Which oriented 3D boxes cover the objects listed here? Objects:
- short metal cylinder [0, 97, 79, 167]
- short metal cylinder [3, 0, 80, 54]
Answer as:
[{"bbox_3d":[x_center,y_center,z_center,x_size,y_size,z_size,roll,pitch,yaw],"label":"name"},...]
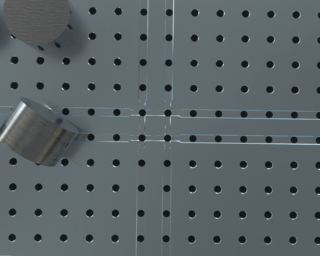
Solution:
[{"bbox_3d":[-0.150,0.005,0.384,0.080,0.080,0.050,34,90,-1],"label":"short metal cylinder"},{"bbox_3d":[-0.149,-0.141,0.399,0.081,0.050,0.079,0,90,-1],"label":"short metal cylinder"}]
